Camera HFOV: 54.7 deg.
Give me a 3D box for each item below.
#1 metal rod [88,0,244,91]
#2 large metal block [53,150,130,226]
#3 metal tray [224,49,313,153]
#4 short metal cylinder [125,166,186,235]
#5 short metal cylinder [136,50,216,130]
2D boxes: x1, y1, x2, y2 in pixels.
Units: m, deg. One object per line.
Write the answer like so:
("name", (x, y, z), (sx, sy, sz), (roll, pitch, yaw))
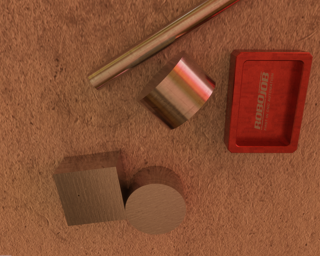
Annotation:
("metal rod", (0.046, -0.131, 0.361), (0.300, 0.025, 0.025), (-30, 108, 10))
("large metal block", (-0.090, 0.082, 0.426), (0.080, 0.050, 0.079), (-7, 110, 2))
("metal tray", (0.134, -0.033, 0.396), (0.091, 0.030, 0.129), (0, 110, -1))
("short metal cylinder", (-0.006, 0.100, 0.433), (0.081, 0.050, 0.079), (0, 110, 0))
("short metal cylinder", (0.018, -0.044, 0.364), (0.050, 0.080, 0.080), (42, 105, -14))
